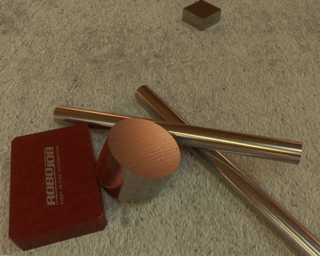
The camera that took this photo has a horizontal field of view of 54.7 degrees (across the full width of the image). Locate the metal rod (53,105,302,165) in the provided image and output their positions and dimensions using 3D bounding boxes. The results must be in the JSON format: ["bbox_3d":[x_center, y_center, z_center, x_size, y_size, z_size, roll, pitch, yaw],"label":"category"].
[{"bbox_3d":[0.007,0.004,0.373,0.301,0.025,0.025,9,50,17],"label":"metal rod"}]

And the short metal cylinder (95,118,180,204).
[{"bbox_3d":[-0.025,0.035,0.340,0.081,0.050,0.080,17,42,-15],"label":"short metal cylinder"}]

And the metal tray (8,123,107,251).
[{"bbox_3d":[-0.116,0.059,0.349,0.091,0.030,0.130,-12,51,-11],"label":"metal tray"}]

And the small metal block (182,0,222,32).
[{"bbox_3d":[0.078,-0.213,0.583,0.050,0.025,0.050,-35,59,-26],"label":"small metal block"}]

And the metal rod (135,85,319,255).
[{"bbox_3d":[0.067,0.039,0.370,0.025,0.025,0.300,-31,57,-24],"label":"metal rod"}]
